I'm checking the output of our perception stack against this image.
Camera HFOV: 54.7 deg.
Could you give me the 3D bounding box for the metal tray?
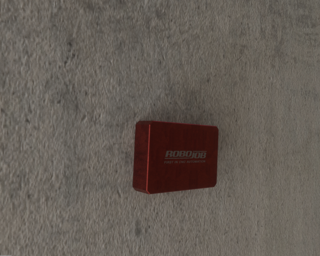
[{"bbox_3d":[0.026,0.039,0.426,0.131,0.030,0.089,4,88,-40],"label":"metal tray"}]
